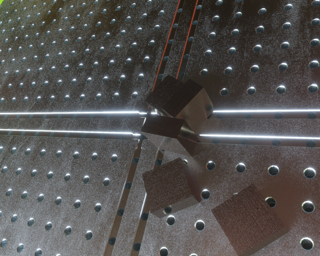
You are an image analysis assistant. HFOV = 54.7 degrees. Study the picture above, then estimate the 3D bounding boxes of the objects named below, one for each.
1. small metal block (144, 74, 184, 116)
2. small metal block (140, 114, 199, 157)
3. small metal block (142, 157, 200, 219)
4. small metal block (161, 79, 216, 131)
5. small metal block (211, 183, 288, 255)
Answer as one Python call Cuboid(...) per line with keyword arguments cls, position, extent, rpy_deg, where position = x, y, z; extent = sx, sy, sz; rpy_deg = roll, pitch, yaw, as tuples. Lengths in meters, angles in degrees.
Cuboid(cls="small metal block", position=(0.016, -0.039, 0.422), extent=(0.050, 0.025, 0.050), rpy_deg=(-48, 52, -6))
Cuboid(cls="small metal block", position=(0.013, 0.009, 0.379), extent=(0.050, 0.050, 0.025), rpy_deg=(11, 67, 32))
Cuboid(cls="small metal block", position=(0.012, 0.069, 0.359), extent=(0.050, 0.025, 0.050), rpy_deg=(-25, 53, 12))
Cuboid(cls="small metal block", position=(0.037, -0.024, 0.387), extent=(0.050, 0.050, 0.025), rpy_deg=(-47, 52, -5))
Cuboid(cls="small metal block", position=(0.087, 0.092, 0.306), extent=(0.050, 0.025, 0.050), rpy_deg=(-34, 52, 5))
